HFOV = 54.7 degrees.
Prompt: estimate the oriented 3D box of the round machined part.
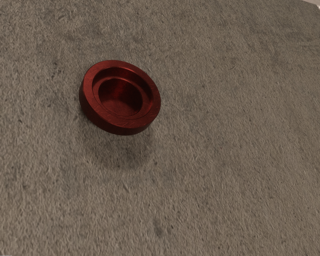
[{"bbox_3d":[-0.052,-0.033,0.387,0.099,0.042,0.098,14,56,-21],"label":"round machined part"}]
